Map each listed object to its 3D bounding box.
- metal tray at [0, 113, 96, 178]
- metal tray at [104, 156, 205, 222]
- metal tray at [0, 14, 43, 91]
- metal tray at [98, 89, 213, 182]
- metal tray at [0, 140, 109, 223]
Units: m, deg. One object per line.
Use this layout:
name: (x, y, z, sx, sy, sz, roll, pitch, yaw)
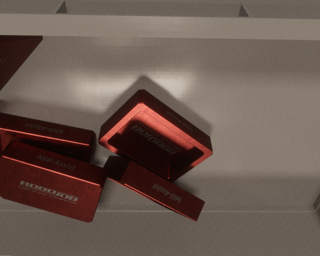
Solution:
metal tray: (-0.163, 0.033, 0.431, 0.131, 0.030, 0.089, 12, 129, -11)
metal tray: (-0.012, 0.085, 0.442, 0.130, 0.030, 0.090, 33, 165, -24)
metal tray: (-0.189, -0.057, 0.312, 0.130, 0.090, 0.030, -37, 96, 27)
metal tray: (-0.005, 0.017, 0.419, 0.130, 0.030, 0.090, 34, 122, -26)
metal tray: (-0.144, 0.075, 0.416, 0.131, 0.030, 0.089, 18, 129, -6)
